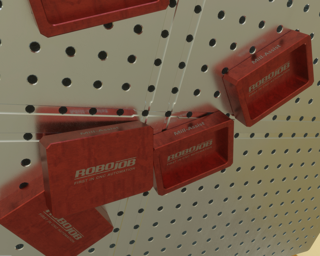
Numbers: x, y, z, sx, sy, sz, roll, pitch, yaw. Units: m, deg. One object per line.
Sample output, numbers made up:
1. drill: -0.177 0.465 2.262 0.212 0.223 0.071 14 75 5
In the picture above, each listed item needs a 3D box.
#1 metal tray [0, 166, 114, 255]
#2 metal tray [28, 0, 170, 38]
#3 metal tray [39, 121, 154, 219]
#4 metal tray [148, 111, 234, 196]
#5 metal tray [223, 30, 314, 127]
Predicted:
1. metal tray: -0.132 0.120 0.411 0.090 0.030 0.130 -34 129 -7
2. metal tray: -0.059 -0.145 0.286 0.131 0.030 0.089 -20 127 -17
3. metal tray: -0.071 0.046 0.375 0.131 0.030 0.089 -11 110 -33
4. metal tray: 0.046 0.037 0.457 0.131 0.030 0.089 -20 126 -17
5. metal tray: 0.163 -0.071 0.455 0.130 0.030 0.090 -33 129 -7
